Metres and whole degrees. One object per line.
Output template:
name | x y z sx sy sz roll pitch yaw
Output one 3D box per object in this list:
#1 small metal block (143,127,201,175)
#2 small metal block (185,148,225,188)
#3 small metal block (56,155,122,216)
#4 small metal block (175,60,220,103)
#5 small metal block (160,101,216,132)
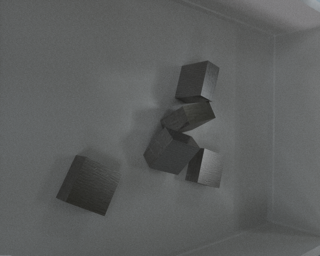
small metal block | 0.015 0.031 0.405 0.050 0.025 0.050 20 116 -39
small metal block | 0.069 0.060 0.467 0.050 0.025 0.050 22 76 -38
small metal block | -0.077 0.064 0.343 0.050 0.025 0.050 34 69 -35
small metal block | 0.052 -0.063 0.436 0.025 0.050 0.050 22 76 -39
small metal block | 0.038 -0.012 0.421 0.050 0.050 0.025 -14 79 -40
